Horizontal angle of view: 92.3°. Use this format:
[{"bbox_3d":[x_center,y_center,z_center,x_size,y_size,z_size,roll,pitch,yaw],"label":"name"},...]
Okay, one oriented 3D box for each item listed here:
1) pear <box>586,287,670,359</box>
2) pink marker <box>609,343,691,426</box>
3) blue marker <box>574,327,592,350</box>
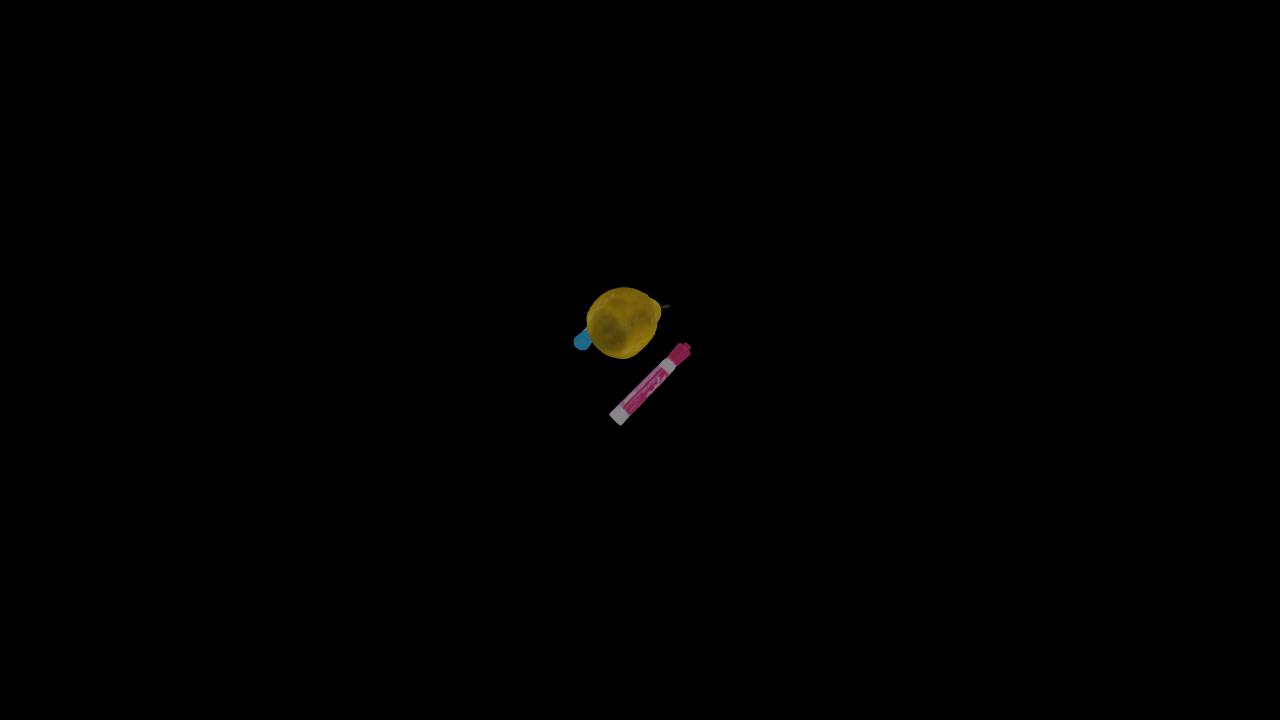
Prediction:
[{"bbox_3d":[-0.008,-0.046,0.676,0.080,0.080,0.111,0,14,27],"label":"pear"},{"bbox_3d":[0.014,0.025,0.696,0.121,0.020,0.020,-45,11,-11],"label":"pink marker"},{"bbox_3d":[-0.053,-0.037,0.726,0.020,0.020,0.121,0,20,12],"label":"blue marker"}]
